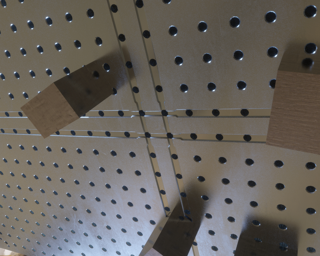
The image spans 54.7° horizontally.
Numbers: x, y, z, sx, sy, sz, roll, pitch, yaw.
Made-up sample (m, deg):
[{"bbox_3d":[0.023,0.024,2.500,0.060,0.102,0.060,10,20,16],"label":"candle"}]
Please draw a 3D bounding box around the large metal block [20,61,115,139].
[{"bbox_3d":[-0.121,-0.038,0.414,0.080,0.080,0.050,-24,106,36],"label":"large metal block"}]

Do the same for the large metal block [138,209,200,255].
[{"bbox_3d":[0.009,0.188,0.486,0.050,0.080,0.079,36,129,4],"label":"large metal block"}]

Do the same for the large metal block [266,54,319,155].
[{"bbox_3d":[0.153,-0.022,0.301,0.080,0.050,0.079,11,123,22],"label":"large metal block"}]

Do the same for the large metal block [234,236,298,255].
[{"bbox_3d":[0.149,0.213,0.448,0.080,0.050,0.079,8,122,23],"label":"large metal block"}]
